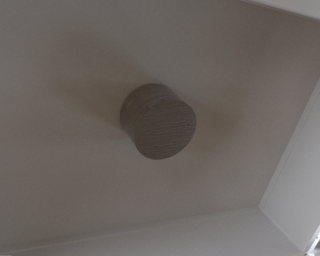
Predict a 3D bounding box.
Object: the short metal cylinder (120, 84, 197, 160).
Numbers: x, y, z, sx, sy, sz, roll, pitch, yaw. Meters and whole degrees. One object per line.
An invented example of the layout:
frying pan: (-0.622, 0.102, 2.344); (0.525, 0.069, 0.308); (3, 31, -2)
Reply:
short metal cylinder: (-0.003, -0.008, 0.383); (0.081, 0.050, 0.080); (-14, 124, -21)
